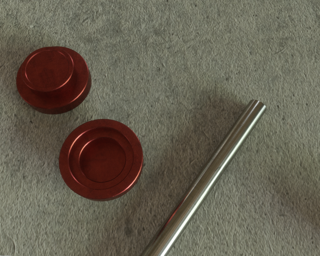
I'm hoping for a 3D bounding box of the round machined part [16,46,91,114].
[{"bbox_3d":[-0.147,-0.071,0.423,0.099,0.042,0.098,0,70,-1],"label":"round machined part"}]

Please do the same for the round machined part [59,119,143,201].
[{"bbox_3d":[-0.069,0.041,0.383,0.099,0.042,0.098,0,70,-1],"label":"round machined part"}]

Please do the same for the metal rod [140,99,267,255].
[{"bbox_3d":[0.043,0.082,0.378,0.025,0.025,0.300,35,73,11],"label":"metal rod"}]
